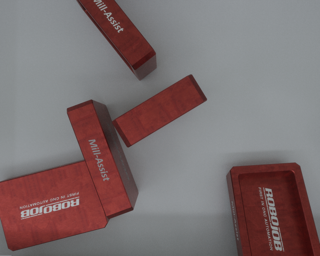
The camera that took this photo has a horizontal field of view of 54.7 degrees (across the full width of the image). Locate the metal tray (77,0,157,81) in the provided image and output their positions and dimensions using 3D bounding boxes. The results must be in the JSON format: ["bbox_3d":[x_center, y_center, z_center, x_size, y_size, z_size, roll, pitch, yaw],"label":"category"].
[{"bbox_3d":[-0.056,-0.123,0.378,0.030,0.090,0.130,-39,90,0],"label":"metal tray"}]

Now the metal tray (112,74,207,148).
[{"bbox_3d":[0.000,-0.017,0.359,0.090,0.130,0.030,-31,90,0],"label":"metal tray"}]

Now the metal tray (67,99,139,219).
[{"bbox_3d":[-0.065,0.034,0.378,0.030,0.090,0.129,-21,90,0],"label":"metal tray"}]

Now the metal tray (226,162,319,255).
[{"bbox_3d":[0.138,0.111,0.384,0.091,0.030,0.130,-4,66,0],"label":"metal tray"}]

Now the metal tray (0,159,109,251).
[{"bbox_3d":[-0.140,0.098,0.408,0.131,0.030,0.090,-14,90,0],"label":"metal tray"}]
